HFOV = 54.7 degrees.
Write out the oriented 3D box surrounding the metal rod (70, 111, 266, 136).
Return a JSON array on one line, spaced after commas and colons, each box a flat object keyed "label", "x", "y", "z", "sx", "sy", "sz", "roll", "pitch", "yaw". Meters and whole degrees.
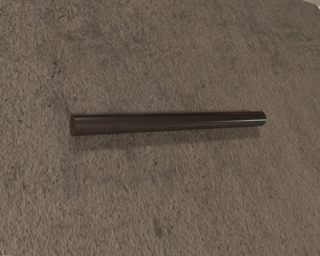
[{"label": "metal rod", "x": 0.032, "y": -0.009, "z": 0.427, "sx": 0.303, "sy": 0.025, "sz": 0.025, "roll": -3, "pitch": 63, "yaw": -30}]
